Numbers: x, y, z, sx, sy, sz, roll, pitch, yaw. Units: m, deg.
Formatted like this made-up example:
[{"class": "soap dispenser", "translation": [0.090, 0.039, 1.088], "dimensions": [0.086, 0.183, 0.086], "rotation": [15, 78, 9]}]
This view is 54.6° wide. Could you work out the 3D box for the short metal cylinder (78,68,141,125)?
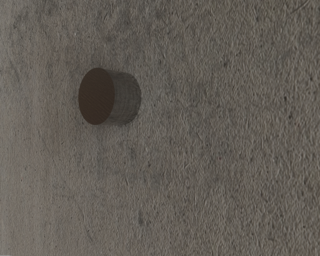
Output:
[{"class": "short metal cylinder", "translation": [-0.074, -0.044, 0.451], "dimensions": [0.080, 0.050, 0.080], "rotation": [0, 90, 40]}]
